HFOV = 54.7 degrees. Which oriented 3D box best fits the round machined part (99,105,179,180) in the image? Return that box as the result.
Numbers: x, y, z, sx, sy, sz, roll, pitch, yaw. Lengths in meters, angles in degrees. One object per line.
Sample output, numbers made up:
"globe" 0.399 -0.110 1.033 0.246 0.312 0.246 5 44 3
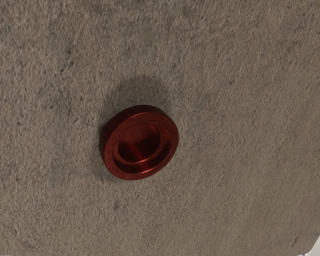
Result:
"round machined part" -0.029 0.014 0.390 0.099 0.042 0.097 -14 125 -21
